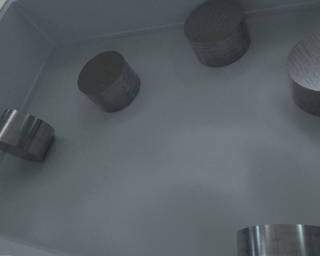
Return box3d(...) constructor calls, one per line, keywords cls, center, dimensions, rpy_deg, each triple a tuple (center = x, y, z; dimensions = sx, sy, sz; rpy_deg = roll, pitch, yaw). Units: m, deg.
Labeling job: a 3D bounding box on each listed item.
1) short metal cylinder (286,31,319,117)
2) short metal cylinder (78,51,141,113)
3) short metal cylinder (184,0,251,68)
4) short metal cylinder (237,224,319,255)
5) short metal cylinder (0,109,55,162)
box3d(cls="short metal cylinder", center=(0.181, -0.058, 0.330), dimensions=(0.080, 0.050, 0.080), rpy_deg=(-13, 56, 21))
box3d(cls="short metal cylinder", center=(-0.077, -0.070, 0.474), dimensions=(0.080, 0.050, 0.080), rpy_deg=(-13, 56, 21))
box3d(cls="short metal cylinder", center=(0.080, -0.131, 0.428), dimensions=(0.080, 0.050, 0.080), rpy_deg=(-13, 56, 21))
box3d(cls="short metal cylinder", center=(0.104, 0.111, 0.247), dimensions=(0.080, 0.080, 0.050), rpy_deg=(-9, 58, 23))
box3d(cls="short metal cylinder", center=(-0.209, 0.013, 0.472), dimensions=(0.080, 0.080, 0.050), rpy_deg=(4, 64, 30))
